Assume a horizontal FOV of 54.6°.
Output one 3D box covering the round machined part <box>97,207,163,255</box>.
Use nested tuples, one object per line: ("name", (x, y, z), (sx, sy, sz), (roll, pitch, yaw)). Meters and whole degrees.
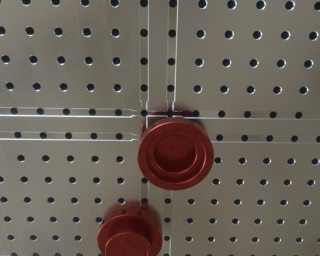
("round machined part", (-0.045, 0.172, 0.467), (0.099, 0.042, 0.097), (0, 110, 0))

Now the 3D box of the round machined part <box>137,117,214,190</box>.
("round machined part", (0.020, 0.031, 0.416), (0.099, 0.042, 0.097), (0, 110, 0))
